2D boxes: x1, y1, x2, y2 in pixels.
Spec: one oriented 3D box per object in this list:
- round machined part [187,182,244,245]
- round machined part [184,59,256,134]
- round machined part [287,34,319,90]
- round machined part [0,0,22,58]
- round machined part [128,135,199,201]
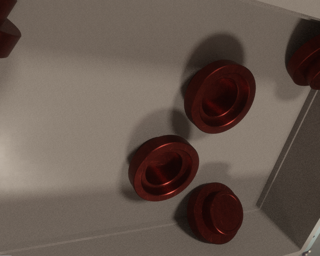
[{"bbox_3d":[0.096,0.137,0.503,0.099,0.042,0.098,10,70,-29],"label":"round machined part"},{"bbox_3d":[0.075,-0.044,0.413,0.099,0.042,0.097,-14,125,-21],"label":"round machined part"},{"bbox_3d":[0.242,-0.093,0.450,0.099,0.042,0.098,-14,150,-8],"label":"round machined part"},{"bbox_3d":[-0.146,-0.097,0.222,0.098,0.098,0.042,30,101,-38],"label":"round machined part"},{"bbox_3d":[0.002,0.051,0.432,0.099,0.042,0.097,-14,125,-21],"label":"round machined part"}]
